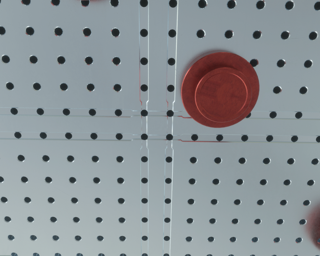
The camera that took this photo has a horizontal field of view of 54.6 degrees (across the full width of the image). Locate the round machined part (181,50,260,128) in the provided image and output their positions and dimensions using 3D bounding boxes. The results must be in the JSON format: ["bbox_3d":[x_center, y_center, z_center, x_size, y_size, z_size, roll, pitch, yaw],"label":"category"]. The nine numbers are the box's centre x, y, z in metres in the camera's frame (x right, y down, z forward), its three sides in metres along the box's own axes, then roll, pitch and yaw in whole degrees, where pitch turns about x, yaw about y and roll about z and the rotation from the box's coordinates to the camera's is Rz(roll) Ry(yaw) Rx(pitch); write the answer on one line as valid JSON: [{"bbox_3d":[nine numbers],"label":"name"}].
[{"bbox_3d":[0.076,-0.045,0.388,0.099,0.042,0.097,0,110,0],"label":"round machined part"}]
